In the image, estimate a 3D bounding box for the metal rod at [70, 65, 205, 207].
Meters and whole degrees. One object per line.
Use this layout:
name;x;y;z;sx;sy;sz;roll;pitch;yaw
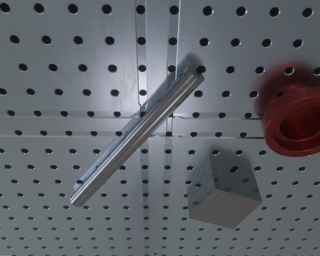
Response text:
metal rod;-0.047;0.028;0.434;0.025;0.025;0.299;30;124;-23

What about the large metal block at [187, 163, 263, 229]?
large metal block;0.099;0.109;0.489;0.081;0.050;0.079;18;128;-15

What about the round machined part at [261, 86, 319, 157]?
round machined part;0.178;-0.012;0.392;0.099;0.042;0.097;0;130;0
